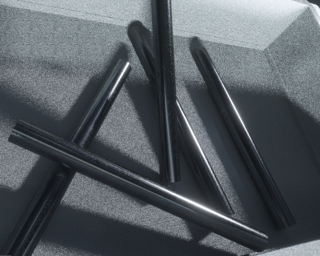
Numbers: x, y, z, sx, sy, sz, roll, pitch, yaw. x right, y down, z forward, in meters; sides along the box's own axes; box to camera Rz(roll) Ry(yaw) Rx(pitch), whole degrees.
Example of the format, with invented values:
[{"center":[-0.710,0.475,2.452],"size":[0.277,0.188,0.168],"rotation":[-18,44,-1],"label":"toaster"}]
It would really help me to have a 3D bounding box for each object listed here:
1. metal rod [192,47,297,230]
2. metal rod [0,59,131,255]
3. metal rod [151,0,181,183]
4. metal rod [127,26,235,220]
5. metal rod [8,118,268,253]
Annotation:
[{"center":[0.118,0.003,0.466],"size":[0.025,0.025,0.299],"rotation":[-9,66,-32],"label":"metal rod"},{"center":[-0.094,0.026,0.338],"size":[0.025,0.025,0.300],"rotation":[29,52,-10],"label":"metal rod"},{"center":[0.005,-0.085,0.382],"size":[0.025,0.025,0.298],"rotation":[-2,87,-29],"label":"metal rod"},{"center":[0.021,-0.019,0.427],"size":[0.025,0.025,0.299],"rotation":[-12,68,-33],"label":"metal rod"},{"center":[-0.008,0.069,0.332],"size":[0.301,0.025,0.025],"rotation":[28,52,-15],"label":"metal rod"}]
